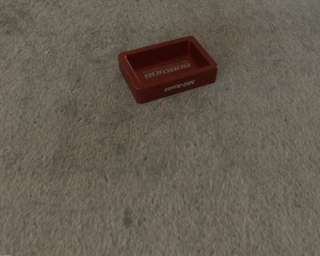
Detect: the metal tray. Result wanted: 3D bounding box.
[{"bbox_3d":[0.011,-0.093,0.478,0.131,0.030,0.090,-18,52,-15],"label":"metal tray"}]
